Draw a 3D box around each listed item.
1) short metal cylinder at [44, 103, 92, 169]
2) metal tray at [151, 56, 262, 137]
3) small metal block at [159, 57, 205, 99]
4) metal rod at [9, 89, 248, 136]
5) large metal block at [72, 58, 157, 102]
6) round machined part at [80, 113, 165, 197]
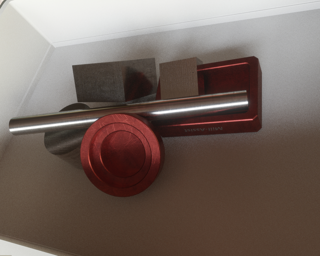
[{"bbox_3d":[-0.114,0.012,0.437,0.080,0.050,0.080,-13,56,20],"label":"short metal cylinder"},{"bbox_3d":[0.059,-0.037,0.391,0.130,0.030,0.090,-4,60,25],"label":"metal tray"},{"bbox_3d":[0.028,-0.060,0.397,0.050,0.025,0.050,-5,86,26],"label":"small metal block"},{"bbox_3d":[-0.047,-0.017,0.384,0.301,0.025,0.025,-6,59,12],"label":"metal rod"},{"bbox_3d":[-0.060,-0.067,0.430,0.080,0.080,0.050,3,105,30],"label":"large metal block"},{"bbox_3d":[-0.042,0.030,0.374,0.098,0.042,0.097,1,95,13],"label":"round machined part"}]
